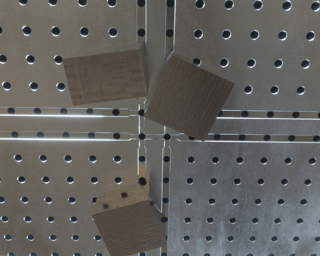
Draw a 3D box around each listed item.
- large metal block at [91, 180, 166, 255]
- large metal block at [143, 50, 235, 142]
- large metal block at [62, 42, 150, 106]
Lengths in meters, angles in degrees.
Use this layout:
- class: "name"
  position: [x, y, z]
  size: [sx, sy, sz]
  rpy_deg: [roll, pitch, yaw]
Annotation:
- class: "large metal block"
  position: [-0.042, 0.132, 0.448]
  size: [0.080, 0.050, 0.080]
  rpy_deg: [-16, 110, 5]
- class: "large metal block"
  position: [0.033, -0.041, 0.386]
  size: [0.080, 0.050, 0.079]
  rpy_deg: [23, 108, -9]
- class: "large metal block"
  position: [-0.057, -0.066, 0.359]
  size: [0.080, 0.080, 0.050]
  rpy_deg: [-7, 110, 2]
